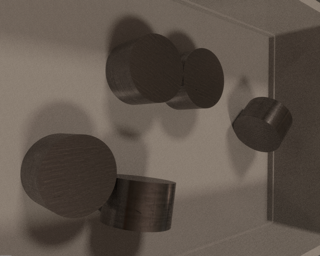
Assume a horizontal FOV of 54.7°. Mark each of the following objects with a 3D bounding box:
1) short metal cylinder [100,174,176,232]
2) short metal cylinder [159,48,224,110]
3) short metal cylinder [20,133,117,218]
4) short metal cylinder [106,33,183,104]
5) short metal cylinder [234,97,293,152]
[{"bbox_3d":[-0.024,0.083,0.352,0.081,0.080,0.050,12,83,-40],"label":"short metal cylinder"},{"bbox_3d":[0.043,-0.066,0.429,0.081,0.050,0.079,0,90,-40],"label":"short metal cylinder"},{"bbox_3d":[-0.092,0.046,0.315,0.081,0.050,0.079,0,90,-40],"label":"short metal cylinder"},{"bbox_3d":[-0.018,-0.069,0.377,0.081,0.050,0.079,0,90,-40],"label":"short metal cylinder"},{"bbox_3d":[0.172,-0.005,0.518,0.050,0.080,0.080,-49,119,-29],"label":"short metal cylinder"}]
